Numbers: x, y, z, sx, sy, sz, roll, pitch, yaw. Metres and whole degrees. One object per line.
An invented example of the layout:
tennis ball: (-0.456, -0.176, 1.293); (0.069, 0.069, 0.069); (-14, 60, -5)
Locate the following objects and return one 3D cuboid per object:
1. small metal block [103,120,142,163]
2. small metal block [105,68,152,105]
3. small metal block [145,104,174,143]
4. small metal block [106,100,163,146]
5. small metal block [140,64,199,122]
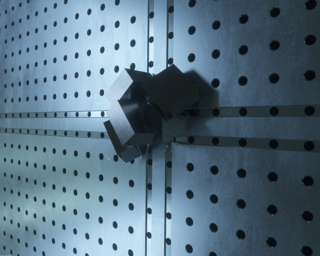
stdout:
small metal block: (-0.052, 0.016, 0.433); (0.025, 0.050, 0.050); (-26, 69, -2)
small metal block: (-0.038, -0.052, 0.426); (0.050, 0.050, 0.025); (-48, 61, 29)
small metal block: (-0.009, -0.007, 0.417); (0.050, 0.025, 0.050); (1, 90, 39)
small metal block: (-0.032, -0.006, 0.388); (0.025, 0.050, 0.050); (-43, 65, 31)
small metal block: (0.013, -0.044, 0.382); (0.050, 0.025, 0.050); (-35, 61, -9)
